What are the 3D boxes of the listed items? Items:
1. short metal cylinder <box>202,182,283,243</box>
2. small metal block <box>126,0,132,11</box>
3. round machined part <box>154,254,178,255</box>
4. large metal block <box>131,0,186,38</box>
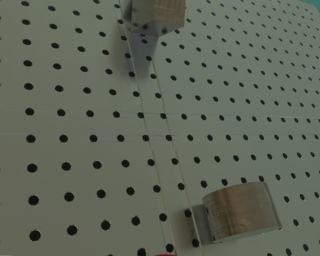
[{"bbox_3d":[0.095,0.100,0.365,0.081,0.080,0.050,3,61,-27],"label":"short metal cylinder"},{"bbox_3d":[-0.028,-0.220,0.529,0.050,0.025,0.050,16,55,-20],"label":"small metal block"},{"bbox_3d":[0.010,0.173,0.298,0.099,0.042,0.098,14,56,-21],"label":"round machined part"},{"bbox_3d":[-0.004,-0.189,0.469,0.050,0.080,0.079,2,92,-28],"label":"large metal block"}]
